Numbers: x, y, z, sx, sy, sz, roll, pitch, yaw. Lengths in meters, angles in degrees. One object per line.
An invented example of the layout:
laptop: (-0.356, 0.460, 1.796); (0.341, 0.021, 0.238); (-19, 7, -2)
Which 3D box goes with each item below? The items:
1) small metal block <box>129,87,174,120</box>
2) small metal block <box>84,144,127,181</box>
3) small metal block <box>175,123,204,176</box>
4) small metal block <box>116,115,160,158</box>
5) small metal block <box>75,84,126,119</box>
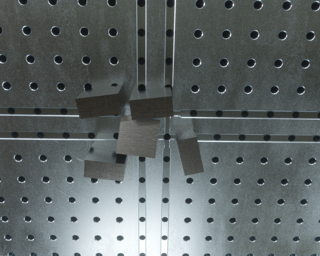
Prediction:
small metal block: (-0.010, -0.032, 0.388); (0.050, 0.050, 0.025); (-6, 110, 1)
small metal block: (-0.071, 0.045, 0.416); (0.050, 0.050, 0.025); (7, 110, -3)
small metal block: (0.038, 0.027, 0.411); (0.025, 0.050, 0.050); (-13, 110, 4)
small metal block: (-0.028, 0.012, 0.408); (0.050, 0.025, 0.050); (8, 86, -4)
small metal block: (-0.072, -0.034, 0.387); (0.050, 0.050, 0.025); (-7, 110, 2)
